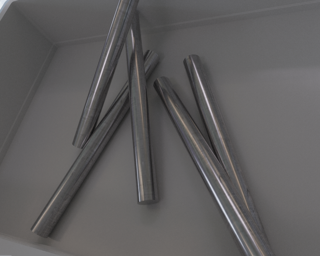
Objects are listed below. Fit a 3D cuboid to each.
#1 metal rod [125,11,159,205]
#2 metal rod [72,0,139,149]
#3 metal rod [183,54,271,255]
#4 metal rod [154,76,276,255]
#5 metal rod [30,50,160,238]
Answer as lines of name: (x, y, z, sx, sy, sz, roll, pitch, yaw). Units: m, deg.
metal rod: (-0.030, -0.047, 0.426, 0.025, 0.025, 0.299, -16, 63, 19)
metal rod: (-0.064, -0.111, 0.424, 0.025, 0.025, 0.298, 30, 105, 37)
metal rod: (0.071, 0.024, 0.353, 0.025, 0.025, 0.299, -23, 53, 14)
metal rod: (0.047, 0.032, 0.337, 0.025, 0.025, 0.300, -32, 44, 7)
metal rod: (-0.084, 0.012, 0.442, 0.025, 0.025, 0.300, 20, 72, 35)
